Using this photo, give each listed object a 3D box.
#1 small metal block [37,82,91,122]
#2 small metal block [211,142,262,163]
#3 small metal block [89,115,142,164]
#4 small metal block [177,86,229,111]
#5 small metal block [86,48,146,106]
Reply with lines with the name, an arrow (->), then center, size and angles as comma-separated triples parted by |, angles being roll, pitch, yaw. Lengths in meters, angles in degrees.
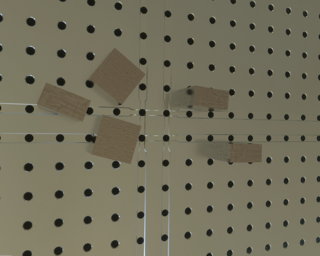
small metal block -> -0.112, -0.028, 0.358 | 0.050, 0.050, 0.025 | 22, 83, -19
small metal block -> 0.108, 0.034, 0.441 | 0.050, 0.050, 0.025 | 2, 90, -20
small metal block -> -0.057, 0.014, 0.392 | 0.050, 0.025, 0.050 | 17, 84, -20
small metal block -> 0.058, -0.039, 0.422 | 0.050, 0.050, 0.025 | 6, 88, -20
small metal block -> -0.056, -0.064, 0.393 | 0.050, 0.025, 0.050 | 40, 77, -16
